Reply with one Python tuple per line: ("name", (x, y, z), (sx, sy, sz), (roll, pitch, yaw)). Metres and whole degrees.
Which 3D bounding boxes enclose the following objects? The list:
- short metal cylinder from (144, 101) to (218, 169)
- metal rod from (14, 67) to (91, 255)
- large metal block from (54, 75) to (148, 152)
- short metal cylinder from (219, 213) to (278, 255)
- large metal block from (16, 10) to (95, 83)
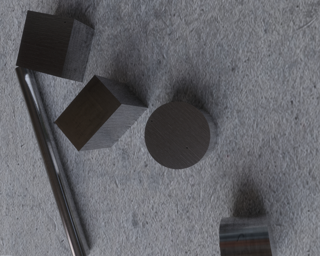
("short metal cylinder", (0.028, 0.008, 0.386), (0.080, 0.050, 0.080), (0, 90, 20))
("metal rod", (-0.163, 0.047, 0.466), (0.025, 0.025, 0.299), (-22, 83, 18))
("large metal block", (-0.073, -0.017, 0.406), (0.080, 0.080, 0.050), (-46, 76, 14))
("short metal cylinder", (0.101, 0.138, 0.344), (0.050, 0.080, 0.080), (-12, 86, 19))
("large metal block", (-0.151, -0.117, 0.449), (0.080, 0.050, 0.080), (16, 96, 19))
